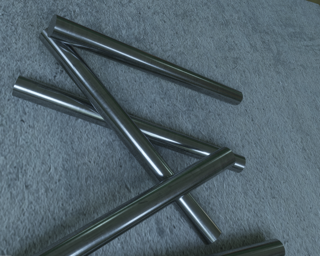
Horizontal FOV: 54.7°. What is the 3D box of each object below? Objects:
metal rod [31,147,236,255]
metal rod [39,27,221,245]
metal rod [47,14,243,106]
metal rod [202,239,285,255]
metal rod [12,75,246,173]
[{"bbox_3d":[-0.041,0.090,0.297,0.302,0.025,0.025,-25,75,-27],"label":"metal rod"},{"bbox_3d":[-0.032,0.010,0.354,0.300,0.025,0.025,51,51,-2],"label":"metal rod"},{"bbox_3d":[0.006,-0.077,0.411,0.302,0.025,0.025,14,55,-36],"label":"metal rod"},{"bbox_3d":[0.014,0.152,0.317,0.303,0.025,0.025,0,62,-28],"label":"metal rod"},{"bbox_3d":[-0.024,0.002,0.389,0.302,0.025,0.025,20,54,-17],"label":"metal rod"}]
